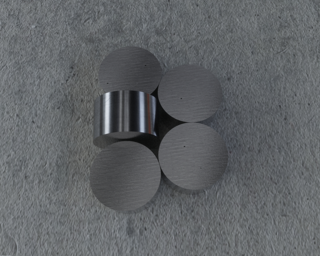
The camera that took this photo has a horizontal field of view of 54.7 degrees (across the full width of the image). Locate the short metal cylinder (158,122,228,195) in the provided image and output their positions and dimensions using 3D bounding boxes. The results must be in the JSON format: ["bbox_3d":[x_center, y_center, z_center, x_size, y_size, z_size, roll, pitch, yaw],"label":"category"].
[{"bbox_3d":[0.039,0.039,0.381,0.080,0.050,0.080,0,70,1],"label":"short metal cylinder"}]

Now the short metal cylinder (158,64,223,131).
[{"bbox_3d":[0.038,-0.036,0.409,0.081,0.050,0.080,0,71,0],"label":"short metal cylinder"}]

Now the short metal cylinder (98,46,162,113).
[{"bbox_3d":[-0.038,-0.062,0.418,0.080,0.050,0.080,0,70,1],"label":"short metal cylinder"}]

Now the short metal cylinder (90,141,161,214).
[{"bbox_3d":[-0.039,0.061,0.373,0.080,0.050,0.080,0,70,1],"label":"short metal cylinder"}]

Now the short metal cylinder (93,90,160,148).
[{"bbox_3d":[-0.041,-0.006,0.382,0.081,0.080,0.050,-3,70,-1],"label":"short metal cylinder"}]
